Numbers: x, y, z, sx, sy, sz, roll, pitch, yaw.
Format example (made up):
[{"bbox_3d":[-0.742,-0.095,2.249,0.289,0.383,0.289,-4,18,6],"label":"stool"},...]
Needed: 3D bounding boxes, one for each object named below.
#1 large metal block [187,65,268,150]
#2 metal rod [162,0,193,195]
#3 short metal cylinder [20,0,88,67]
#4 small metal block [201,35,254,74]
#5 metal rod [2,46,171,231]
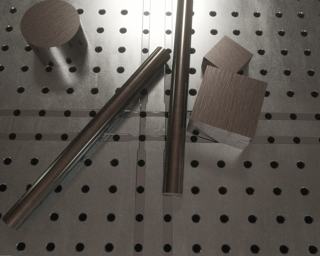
[{"bbox_3d":[0.087,-0.026,0.409,0.080,0.050,0.080,18,71,6],"label":"large metal block"},{"bbox_3d":[0.027,-0.058,0.433,0.025,0.025,0.299,5,70,1],"label":"metal rod"},{"bbox_3d":[-0.150,-0.135,0.446,0.081,0.050,0.080,0,70,0],"label":"short metal cylinder"},{"bbox_3d":[0.097,-0.098,0.449,0.050,0.025,0.050,40,75,13],"label":"small metal block"},{"bbox_3d":[-0.086,0.002,0.409,0.025,0.025,0.300,36,73,12],"label":"metal rod"}]
